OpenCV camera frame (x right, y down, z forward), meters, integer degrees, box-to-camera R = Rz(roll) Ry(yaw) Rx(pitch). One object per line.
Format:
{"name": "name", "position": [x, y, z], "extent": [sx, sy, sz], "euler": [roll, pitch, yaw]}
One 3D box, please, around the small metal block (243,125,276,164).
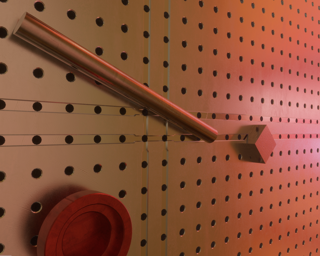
{"name": "small metal block", "position": [0.183, 0.029, 0.566], "extent": [0.050, 0.025, 0.050], "euler": [-50, 120, -29]}

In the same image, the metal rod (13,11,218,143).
{"name": "metal rod", "position": [-0.028, -0.044, 0.387], "extent": [0.301, 0.025, 0.025], "euler": [28, 73, -37]}

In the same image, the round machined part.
{"name": "round machined part", "position": [-0.082, 0.115, 0.331], "extent": [0.099, 0.042, 0.097], "euler": [0, 90, -40]}
